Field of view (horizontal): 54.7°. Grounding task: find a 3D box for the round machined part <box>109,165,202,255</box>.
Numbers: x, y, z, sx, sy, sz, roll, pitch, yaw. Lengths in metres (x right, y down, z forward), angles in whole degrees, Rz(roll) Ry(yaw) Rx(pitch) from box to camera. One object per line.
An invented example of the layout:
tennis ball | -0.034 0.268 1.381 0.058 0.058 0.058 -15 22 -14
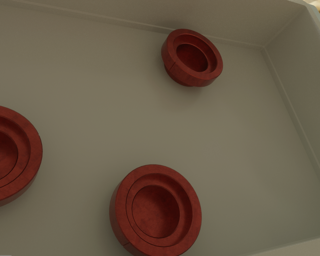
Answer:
round machined part | -0.008 0.092 0.335 0.099 0.042 0.098 14 56 -21

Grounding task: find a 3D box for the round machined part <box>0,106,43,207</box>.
round machined part | -0.164 0.029 0.289 0.099 0.042 0.098 14 56 -21

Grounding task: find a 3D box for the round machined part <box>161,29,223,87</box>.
round machined part | 0.046 -0.104 0.485 0.099 0.042 0.098 14 56 -21
